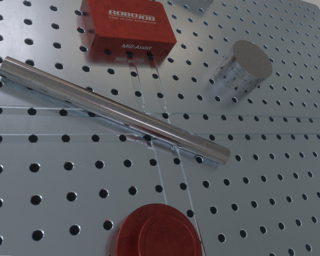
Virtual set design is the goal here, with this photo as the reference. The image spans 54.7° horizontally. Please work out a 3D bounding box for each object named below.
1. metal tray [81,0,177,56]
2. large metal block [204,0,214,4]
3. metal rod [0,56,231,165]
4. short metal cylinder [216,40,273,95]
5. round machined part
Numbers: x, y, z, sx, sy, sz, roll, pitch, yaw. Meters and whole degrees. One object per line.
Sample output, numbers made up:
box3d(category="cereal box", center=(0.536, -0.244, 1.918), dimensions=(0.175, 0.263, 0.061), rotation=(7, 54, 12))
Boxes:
box3d(category="metal tray", center=(-0.047, -0.160, 0.477), dimensions=(0.131, 0.030, 0.090), rotation=(-4, 64, -30))
box3d(category="large metal block", center=(0.085, -0.313, 0.629), dimensions=(0.080, 0.050, 0.080), rotation=(21, 54, -16))
box3d(category="metal rod", center=(-0.044, -0.015, 0.393), dimensions=(0.302, 0.025, 0.025), rotation=(22, 54, -15))
box3d(category="short metal cylinder", center=(0.144, -0.103, 0.533), dimensions=(0.081, 0.050, 0.080), rotation=(14, 56, -21))
box3d(category="round machined part", center=(0.002, 0.126, 0.321), dimensions=(0.099, 0.042, 0.098), rotation=(14, 56, -21))
